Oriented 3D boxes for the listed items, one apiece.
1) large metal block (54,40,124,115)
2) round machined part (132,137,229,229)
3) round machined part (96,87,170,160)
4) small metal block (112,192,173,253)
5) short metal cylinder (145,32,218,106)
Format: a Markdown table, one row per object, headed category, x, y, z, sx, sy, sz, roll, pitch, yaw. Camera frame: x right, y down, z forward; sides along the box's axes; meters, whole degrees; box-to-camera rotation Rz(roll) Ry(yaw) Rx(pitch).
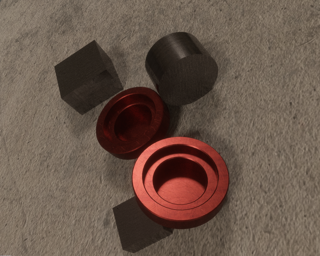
| category | x | y | z | sx | sy | sz | roll | pitch | yaw |
| --- | --- | --- | --- | --- | --- | --- | --- | --- | --- |
| large metal block | -0.115 | -0.081 | 0.496 | 0.080 | 0.050 | 0.080 | -31 | 52 | 7 |
| round machined part | 0.021 | 0.060 | 0.329 | 0.099 | 0.042 | 0.098 | -1 | 51 | 2 |
| round machined part | -0.031 | -0.003 | 0.409 | 0.098 | 0.042 | 0.098 | -13 | 57 | 21 |
| small metal block | -0.021 | 0.105 | 0.349 | 0.050 | 0.025 | 0.050 | -30 | 52 | 9 |
| short metal cylinder | 0.027 | -0.075 | 0.399 | 0.080 | 0.080 | 0.050 | -32 | 52 | 7 |
